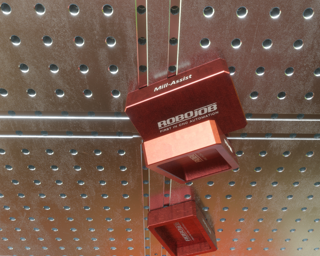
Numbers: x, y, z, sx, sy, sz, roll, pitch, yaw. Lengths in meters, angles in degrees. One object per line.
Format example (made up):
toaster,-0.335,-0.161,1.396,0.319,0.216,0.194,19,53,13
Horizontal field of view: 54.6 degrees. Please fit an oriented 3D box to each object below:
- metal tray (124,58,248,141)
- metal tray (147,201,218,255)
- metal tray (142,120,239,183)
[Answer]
metal tray,0.033,-0.022,0.390,0.130,0.030,0.090,-19,128,15
metal tray,0.043,0.191,0.570,0.090,0.030,0.130,-18,128,15
metal tray,0.045,0.037,0.402,0.090,0.030,0.130,-19,155,16
